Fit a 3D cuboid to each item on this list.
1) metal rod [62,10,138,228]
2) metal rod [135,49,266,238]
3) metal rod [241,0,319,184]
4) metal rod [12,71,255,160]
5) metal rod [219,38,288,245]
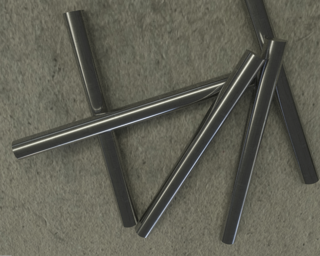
[{"bbox_3d":[-0.072,0.003,0.409,0.025,0.025,0.298,-10,110,3],"label":"metal rod"},{"bbox_3d":[0.040,0.037,0.405,0.025,0.025,0.298,25,115,-9],"label":"metal rod"},{"bbox_3d":[0.151,-0.055,0.391,0.025,0.025,0.299,-23,109,8],"label":"metal rod"},{"bbox_3d":[-0.029,-0.019,0.381,0.302,0.025,0.025,-18,110,-3],"label":"metal rod"},{"bbox_3d":[0.117,0.035,0.410,0.025,0.025,0.298,5,115,-2],"label":"metal rod"}]
